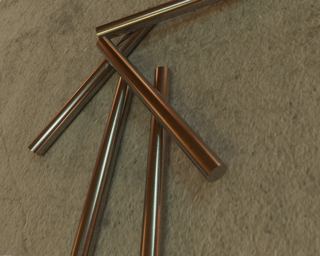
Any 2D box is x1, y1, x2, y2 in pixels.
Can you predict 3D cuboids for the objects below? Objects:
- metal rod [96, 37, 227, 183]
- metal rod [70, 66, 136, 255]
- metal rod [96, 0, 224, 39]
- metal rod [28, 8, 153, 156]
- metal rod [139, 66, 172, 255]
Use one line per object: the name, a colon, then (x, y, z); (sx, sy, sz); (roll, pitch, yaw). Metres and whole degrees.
metal rod: (-0.016, -0.045, 0.404); (0.025, 0.025, 0.300); (-40, 51, 1)
metal rod: (-0.071, 0.039, 0.415); (0.025, 0.025, 0.299); (-4, 60, 26)
metal rod: (0.043, -0.192, 0.477); (0.301, 0.025, 0.025); (-15, 55, 11)
metal rod: (-0.103, -0.079, 0.504); (0.025, 0.025, 0.300); (32, 79, 37)
metal rod: (-0.004, 0.048, 0.374); (0.025, 0.025, 0.299); (-10, 57, 22)
